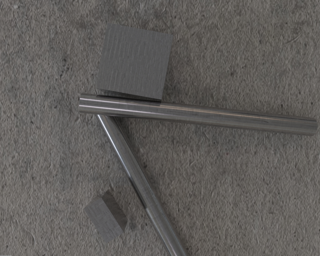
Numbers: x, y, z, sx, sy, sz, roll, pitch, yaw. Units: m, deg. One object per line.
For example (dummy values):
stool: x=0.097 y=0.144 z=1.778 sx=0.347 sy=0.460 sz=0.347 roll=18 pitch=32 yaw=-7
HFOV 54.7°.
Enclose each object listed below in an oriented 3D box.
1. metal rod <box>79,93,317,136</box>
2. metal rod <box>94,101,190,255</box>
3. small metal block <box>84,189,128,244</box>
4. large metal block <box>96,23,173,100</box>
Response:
metal rod: x=0.052 y=-0.016 z=0.396 sx=0.302 sy=0.025 sz=0.025 roll=6 pitch=90 yaw=-6
metal rod: x=-0.012 y=0.098 z=0.409 sx=0.025 sy=0.025 sz=0.299 roll=-27 pitch=90 yaw=0
small metal block: x=-0.068 y=0.111 z=0.397 sx=0.025 sy=0.050 sz=0.050 roll=-33 pitch=90 yaw=0
large metal block: x=-0.031 y=-0.080 z=0.397 sx=0.080 sy=0.050 sz=0.080 roll=10 pitch=90 yaw=0
